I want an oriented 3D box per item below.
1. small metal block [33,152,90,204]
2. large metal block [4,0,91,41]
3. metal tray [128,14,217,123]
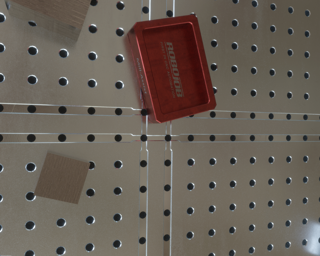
[{"bbox_3d":[-0.117,0.059,0.370,0.050,0.025,0.050,18,84,-19],"label":"small metal block"},{"bbox_3d":[-0.120,-0.158,0.355,0.081,0.050,0.080,19,84,-19],"label":"large metal block"},{"bbox_3d":[0.018,-0.078,0.416,0.091,0.030,0.129,-15,95,-20],"label":"metal tray"}]
